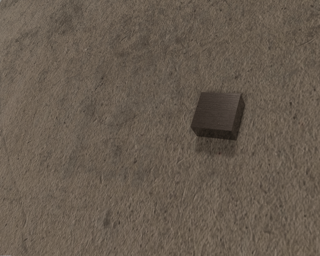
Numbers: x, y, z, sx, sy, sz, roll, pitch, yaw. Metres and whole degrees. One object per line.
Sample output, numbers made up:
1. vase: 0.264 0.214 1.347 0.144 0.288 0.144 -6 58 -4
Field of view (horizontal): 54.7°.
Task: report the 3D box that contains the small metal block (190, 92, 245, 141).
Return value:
1. small metal block: 0.071 -0.015 0.375 0.050 0.025 0.050 6 64 30
